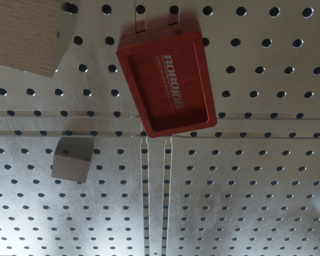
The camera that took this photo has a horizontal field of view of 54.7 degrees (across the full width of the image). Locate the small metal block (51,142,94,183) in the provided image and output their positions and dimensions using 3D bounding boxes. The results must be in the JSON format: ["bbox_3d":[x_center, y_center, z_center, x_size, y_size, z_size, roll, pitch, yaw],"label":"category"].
[{"bbox_3d":[-0.129,0.052,0.454,0.050,0.025,0.050,13,129,-11],"label":"small metal block"}]

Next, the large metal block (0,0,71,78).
[{"bbox_3d":[-0.137,-0.105,0.304,0.081,0.050,0.079,13,129,-12],"label":"large metal block"}]

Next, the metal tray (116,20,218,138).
[{"bbox_3d":[0.013,-0.051,0.364,0.090,0.030,0.129,-11,130,9],"label":"metal tray"}]
